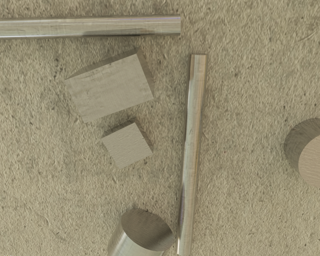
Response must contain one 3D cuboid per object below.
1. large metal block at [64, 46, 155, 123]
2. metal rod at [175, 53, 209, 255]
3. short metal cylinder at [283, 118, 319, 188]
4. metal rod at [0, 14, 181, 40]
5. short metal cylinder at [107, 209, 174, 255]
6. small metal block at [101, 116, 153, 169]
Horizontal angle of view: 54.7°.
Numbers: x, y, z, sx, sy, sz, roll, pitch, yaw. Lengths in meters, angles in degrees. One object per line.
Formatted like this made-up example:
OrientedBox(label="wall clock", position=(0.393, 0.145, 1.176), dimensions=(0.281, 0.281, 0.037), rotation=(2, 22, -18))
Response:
OrientedBox(label="large metal block", position=(-0.053, -0.054, 0.360), dimensions=(0.080, 0.080, 0.050), rotation=(-19, 109, 7))
OrientedBox(label="metal rod", position=(0.042, 0.049, 0.428), dimensions=(0.025, 0.025, 0.298), rotation=(2, 110, -1))
OrientedBox(label="short metal cylinder", position=(0.214, 0.032, 0.411), dimensions=(0.081, 0.050, 0.079), rotation=(0, 110, 0))
OrientedBox(label="metal rod", position=(-0.127, -0.118, 0.364), dimensions=(0.302, 0.025, 0.025), rotation=(-1, 110, 0))
OrientedBox(label="short metal cylinder", position=(-0.028, 0.162, 0.440), dimensions=(0.080, 0.080, 0.050), rotation=(24, 108, -9))
OrientedBox(label="small metal block", position=(-0.043, 0.020, 0.417), dimensions=(0.050, 0.025, 0.050), rotation=(-26, 108, 9))
